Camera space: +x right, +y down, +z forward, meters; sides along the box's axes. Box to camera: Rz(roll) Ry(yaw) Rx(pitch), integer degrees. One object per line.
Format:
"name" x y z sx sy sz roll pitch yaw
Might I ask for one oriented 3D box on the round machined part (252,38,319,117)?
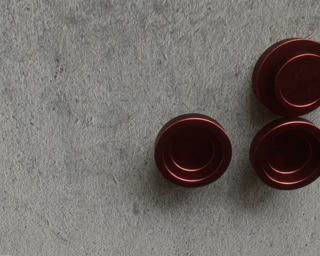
"round machined part" 0.168 -0.059 0.380 0.099 0.042 0.097 0 110 0

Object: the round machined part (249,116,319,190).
"round machined part" 0.168 0.030 0.413 0.099 0.042 0.097 0 111 0

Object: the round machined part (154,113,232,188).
"round machined part" 0.042 0.027 0.411 0.099 0.042 0.097 0 110 0
